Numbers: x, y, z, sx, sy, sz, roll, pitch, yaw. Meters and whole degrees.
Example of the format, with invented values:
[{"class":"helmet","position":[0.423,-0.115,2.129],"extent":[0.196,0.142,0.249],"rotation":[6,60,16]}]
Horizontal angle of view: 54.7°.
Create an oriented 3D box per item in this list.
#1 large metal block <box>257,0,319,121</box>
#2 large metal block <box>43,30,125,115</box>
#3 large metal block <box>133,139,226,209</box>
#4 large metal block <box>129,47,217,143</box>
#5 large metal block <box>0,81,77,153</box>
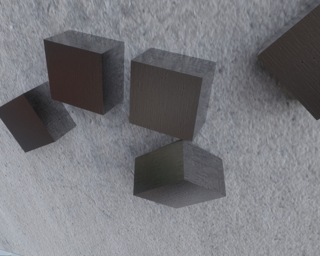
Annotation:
[{"class":"large metal block","position":[0.148,-0.067,0.271],"extent":[0.080,0.050,0.080],"rotation":[46,129,-4]},{"class":"large metal block","position":[-0.093,-0.072,0.394],"extent":[0.080,0.050,0.079],"rotation":[17,125,18]},{"class":"large metal block","position":[0.024,0.061,0.390],"extent":[0.080,0.050,0.080],"rotation":[-25,141,36]},{"class":"large metal block","position":[0.013,-0.040,0.358],"extent":[0.080,0.050,0.079],"rotation":[17,125,18]},{"class":"large metal block","position":[-0.192,-0.016,0.479],"extent":[0.080,0.050,0.080],"rotation":[-18,109,34]}]
